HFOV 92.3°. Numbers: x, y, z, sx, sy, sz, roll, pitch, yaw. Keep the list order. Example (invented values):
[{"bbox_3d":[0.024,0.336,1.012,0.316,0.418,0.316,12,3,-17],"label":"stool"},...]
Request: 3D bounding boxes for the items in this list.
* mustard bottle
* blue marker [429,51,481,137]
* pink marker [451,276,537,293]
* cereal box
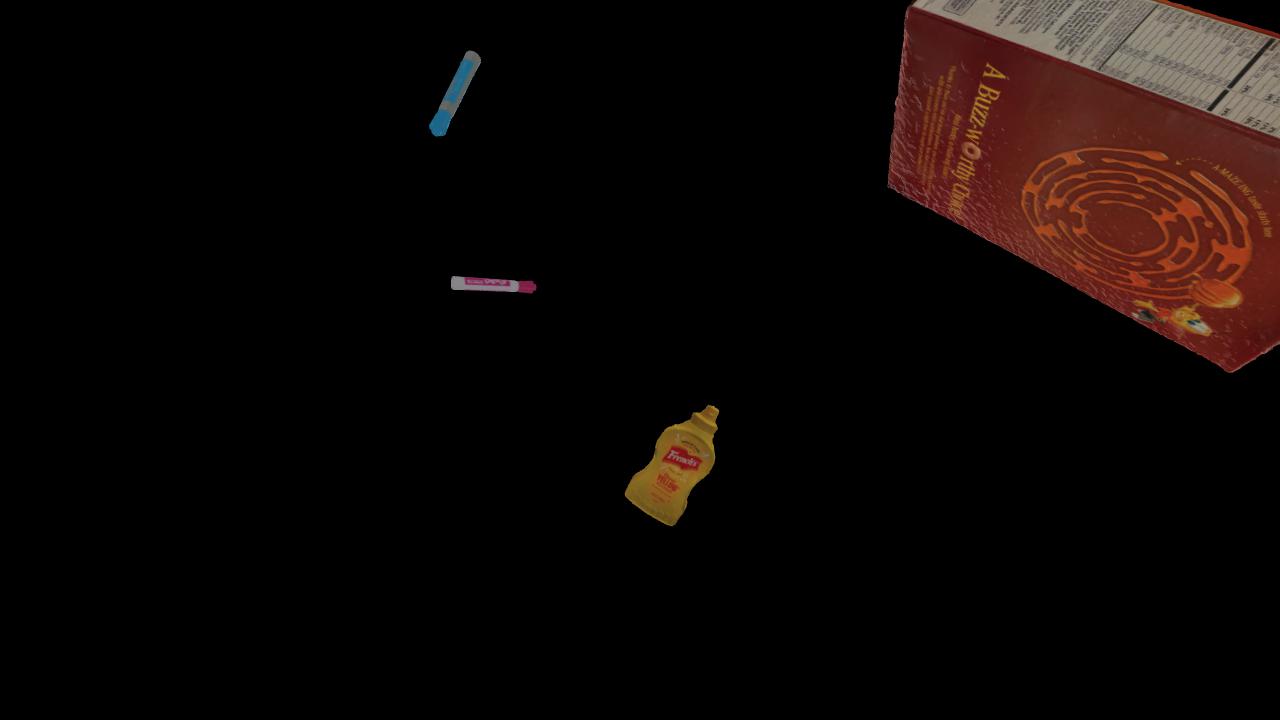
[{"bbox_3d":[0.061,0.146,0.908,0.092,0.184,0.054,33,4,9],"label":"mustard bottle"},{"bbox_3d":[-0.210,-0.301,0.697,0.020,0.121,0.020,13,-23,6],"label":"blue marker"},{"bbox_3d":[-0.205,-0.106,0.872,0.121,0.020,0.020,-1,0,-31],"label":"pink marker"},{"bbox_3d":[0.330,-0.137,0.433,0.306,0.081,0.203,41,-5,28],"label":"cereal box"}]
